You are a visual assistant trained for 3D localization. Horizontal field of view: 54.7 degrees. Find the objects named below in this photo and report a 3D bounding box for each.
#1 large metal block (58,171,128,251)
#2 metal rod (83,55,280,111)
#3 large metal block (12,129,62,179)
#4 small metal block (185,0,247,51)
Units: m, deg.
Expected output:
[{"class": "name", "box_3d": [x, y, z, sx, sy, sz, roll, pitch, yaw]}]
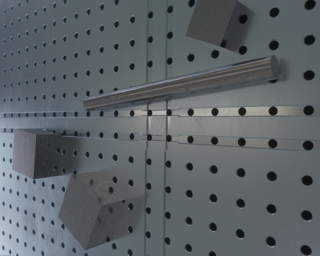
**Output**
[{"class": "large metal block", "box_3d": [-0.106, 0.125, 0.481, 0.080, 0.050, 0.079, 33, 110, 35]}, {"class": "metal rod", "box_3d": [0.001, -0.050, 0.408, 0.300, 0.025, 0.025, -6, 87, 39]}, {"class": "large metal block", "box_3d": [-0.233, 0.046, 0.586, 0.080, 0.050, 0.079, 9, 96, 39]}, {"class": "small metal block", "box_3d": [0.064, -0.122, 0.357, 0.050, 0.025, 0.050, 30, 108, 36]}]
